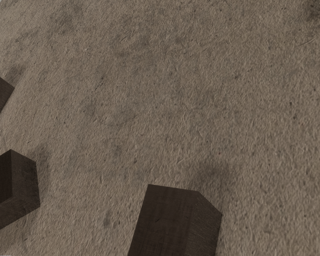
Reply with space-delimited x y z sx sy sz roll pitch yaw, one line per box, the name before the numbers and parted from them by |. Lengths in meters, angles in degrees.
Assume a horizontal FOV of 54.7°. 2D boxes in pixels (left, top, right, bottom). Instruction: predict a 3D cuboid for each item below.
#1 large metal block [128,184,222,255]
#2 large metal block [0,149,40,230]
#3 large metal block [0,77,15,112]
large metal block | 0.017 0.107 0.293 0.050 0.080 0.080 2 63 29
large metal block | -0.227 0.091 0.449 0.080 0.050 0.080 -30 52 8
large metal block | -0.340 -0.066 0.584 0.050 0.080 0.080 6 65 31
